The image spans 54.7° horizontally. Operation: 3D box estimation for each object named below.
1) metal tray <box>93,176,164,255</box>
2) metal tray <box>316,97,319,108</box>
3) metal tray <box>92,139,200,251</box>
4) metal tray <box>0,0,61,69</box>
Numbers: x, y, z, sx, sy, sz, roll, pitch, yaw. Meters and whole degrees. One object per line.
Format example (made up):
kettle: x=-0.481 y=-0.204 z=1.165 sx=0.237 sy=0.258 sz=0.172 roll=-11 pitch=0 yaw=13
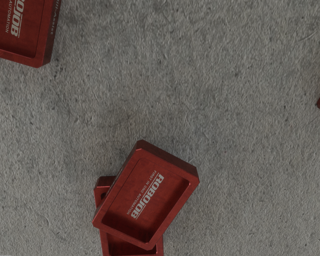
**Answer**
metal tray: x=-0.043 y=0.133 z=0.455 sx=0.091 sy=0.030 sz=0.129 roll=-3 pitch=110 yaw=1
metal tray: x=0.284 y=-0.041 z=0.394 sx=0.131 sy=0.030 sz=0.089 roll=20 pitch=109 yaw=-8
metal tray: x=-0.020 y=0.090 z=0.407 sx=0.090 sy=0.030 sz=0.129 roll=28 pitch=107 yaw=-10
metal tray: x=-0.164 y=-0.144 z=0.352 sx=0.091 sy=0.030 sz=0.129 roll=16 pitch=109 yaw=-6
